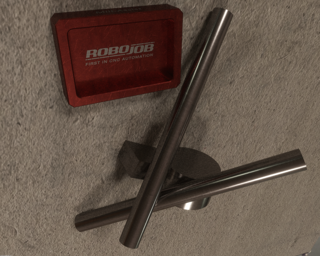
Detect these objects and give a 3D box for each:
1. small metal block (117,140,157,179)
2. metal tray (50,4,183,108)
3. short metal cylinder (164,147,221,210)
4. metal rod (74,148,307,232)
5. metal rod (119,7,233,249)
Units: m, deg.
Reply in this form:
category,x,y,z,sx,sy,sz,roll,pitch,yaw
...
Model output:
category,x,y,z,sx,sy,sz,roll,pitch,yaw
small metal block,-0.021,0.044,0.408,0.050,0.050,0.025,17,109,-35
metal tray,-0.041,-0.079,0.333,0.131,0.030,0.089,-14,124,-21
short metal cylinder,0.039,0.069,0.438,0.081,0.080,0.050,0,118,-29
metal rod,0.024,0.084,0.388,0.300,0.025,0.025,-20,132,17
metal rod,0.019,0.002,0.371,0.025,0.025,0.299,21,92,-36
